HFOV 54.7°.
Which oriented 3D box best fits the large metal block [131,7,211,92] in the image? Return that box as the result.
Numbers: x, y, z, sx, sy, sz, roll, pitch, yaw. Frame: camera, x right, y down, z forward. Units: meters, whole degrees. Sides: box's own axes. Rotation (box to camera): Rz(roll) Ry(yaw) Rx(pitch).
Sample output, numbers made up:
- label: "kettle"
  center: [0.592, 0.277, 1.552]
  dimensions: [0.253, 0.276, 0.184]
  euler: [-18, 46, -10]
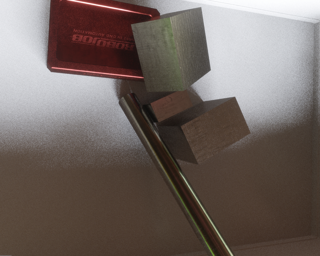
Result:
- label: "large metal block"
  center: [0.017, -0.095, 0.375]
  dimensions: [0.080, 0.050, 0.079]
  euler: [-41, 125, -49]

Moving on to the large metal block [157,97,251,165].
- label: "large metal block"
  center: [0.054, 0.002, 0.402]
  dimensions: [0.081, 0.080, 0.050]
  euler: [-28, 100, -18]

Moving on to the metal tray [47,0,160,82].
- label: "metal tray"
  center: [-0.068, -0.109, 0.383]
  dimensions: [0.131, 0.030, 0.089]
  euler: [3, 89, -21]

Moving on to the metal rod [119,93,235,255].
- label: "metal rod"
  center: [0.033, 0.084, 0.354]
  dimensions: [0.025, 0.025, 0.299]
  euler: [-26, 72, -19]

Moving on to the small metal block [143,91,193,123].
- label: "small metal block"
  center: [0.006, -0.029, 0.401]
  dimensions: [0.050, 0.050, 0.025]
  euler: [-26, 99, -18]
